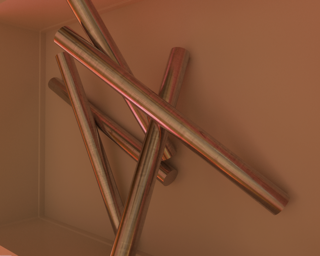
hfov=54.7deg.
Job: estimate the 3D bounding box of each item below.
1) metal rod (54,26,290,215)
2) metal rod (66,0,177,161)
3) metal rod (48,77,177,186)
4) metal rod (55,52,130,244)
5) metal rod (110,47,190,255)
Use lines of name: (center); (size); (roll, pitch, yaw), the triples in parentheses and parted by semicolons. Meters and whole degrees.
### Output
metal rod: (0.004, -0.015, 0.332); (0.300, 0.025, 0.025); (38, 115, 9)
metal rod: (-0.062, -0.091, 0.366); (0.025, 0.025, 0.299); (-19, 106, 38)
metal rod: (-0.089, -0.008, 0.477); (0.300, 0.025, 0.025); (35, 112, 34)
metal rod: (-0.096, 0.030, 0.456); (0.025, 0.025, 0.299); (-24, 83, 37)
metal rod: (-0.013, 0.043, 0.339); (0.025, 0.025, 0.299); (0, 66, 39)
